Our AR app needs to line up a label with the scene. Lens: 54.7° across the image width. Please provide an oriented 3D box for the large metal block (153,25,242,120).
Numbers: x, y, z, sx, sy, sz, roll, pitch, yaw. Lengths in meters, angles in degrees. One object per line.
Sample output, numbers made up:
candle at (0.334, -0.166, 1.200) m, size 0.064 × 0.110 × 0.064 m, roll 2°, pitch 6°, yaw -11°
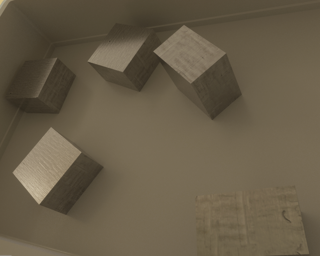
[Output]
large metal block at (0.048, -0.068, 0.386) m, size 0.050 × 0.080 × 0.080 m, roll -41°, pitch 51°, yaw 0°

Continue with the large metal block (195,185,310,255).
large metal block at (0.083, 0.091, 0.270) m, size 0.080 × 0.080 × 0.050 m, roll -12°, pitch 57°, yaw 21°

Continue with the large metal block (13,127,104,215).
large metal block at (-0.140, 0.058, 0.426) m, size 0.080 × 0.050 × 0.080 m, roll 30°, pitch 78°, yaw 37°

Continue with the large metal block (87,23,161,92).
large metal block at (-0.051, -0.111, 0.483) m, size 0.080 × 0.050 × 0.080 m, roll 22°, pitch 73°, yaw 36°

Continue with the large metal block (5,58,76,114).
large metal block at (-0.207, -0.072, 0.540) m, size 0.080 × 0.050 × 0.080 m, roll 2°, pitch 63°, yaw 29°
